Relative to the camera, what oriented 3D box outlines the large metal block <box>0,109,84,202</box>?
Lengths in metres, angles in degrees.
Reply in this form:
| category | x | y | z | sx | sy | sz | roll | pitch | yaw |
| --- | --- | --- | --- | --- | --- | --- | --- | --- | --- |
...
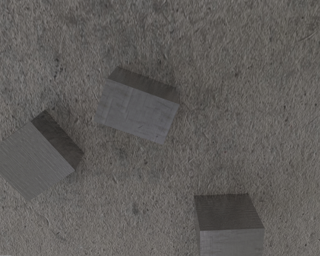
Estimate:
| category | x | y | z | sx | sy | sz | roll | pitch | yaw |
| --- | --- | --- | --- | --- | --- | --- | --- | --- | --- |
| large metal block | -0.163 | 0.036 | 0.408 | 0.080 | 0.050 | 0.080 | -34 | 107 | 11 |

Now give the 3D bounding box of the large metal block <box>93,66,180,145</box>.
| category | x | y | z | sx | sy | sz | roll | pitch | yaw |
| --- | --- | --- | --- | --- | --- | --- | --- | --- | --- |
| large metal block | -0.026 | -0.030 | 0.369 | 0.080 | 0.080 | 0.050 | 19 | 109 | -7 |

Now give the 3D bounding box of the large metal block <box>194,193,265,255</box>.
| category | x | y | z | sx | sy | sz | roll | pitch | yaw |
| --- | --- | --- | --- | --- | --- | --- | --- | --- | --- |
| large metal block | 0.091 | 0.136 | 0.431 | 0.080 | 0.080 | 0.050 | -2 | 110 | 1 |
